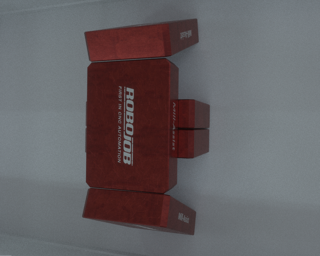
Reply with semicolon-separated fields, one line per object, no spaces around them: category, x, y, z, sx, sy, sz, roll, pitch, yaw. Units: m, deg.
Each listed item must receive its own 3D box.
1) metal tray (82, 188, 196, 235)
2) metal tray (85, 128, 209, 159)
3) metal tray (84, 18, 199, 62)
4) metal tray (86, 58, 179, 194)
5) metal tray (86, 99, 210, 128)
metal tray;-0.016;0.099;0.357;0.090;0.130;0.030;1;69;19
metal tray;-0.012;0.015;0.380;0.130;0.090;0.030;1;91;20
metal tray;-0.013;-0.104;0.357;0.090;0.131;0.030;1;111;20
metal tray;-0.029;-0.003;0.320;0.090;0.030;0.129;1;90;19
metal tray;-0.012;-0.016;0.379;0.130;0.090;0.030;1;91;20
